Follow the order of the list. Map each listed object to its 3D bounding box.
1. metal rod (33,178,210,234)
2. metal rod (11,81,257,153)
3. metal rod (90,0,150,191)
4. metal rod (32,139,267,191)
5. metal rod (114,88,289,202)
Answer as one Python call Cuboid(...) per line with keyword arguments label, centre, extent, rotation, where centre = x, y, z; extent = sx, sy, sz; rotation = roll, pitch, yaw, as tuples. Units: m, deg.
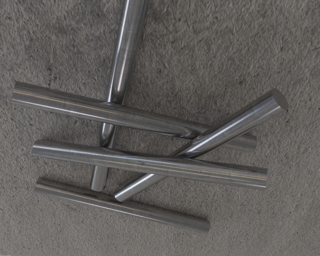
Cuboid(label="metal rod", centre=(-0.054, 0.134, 0.520), extent=(0.302, 0.025, 0.025), rotation=(18, 128, -15))
Cuboid(label="metal rod", centre=(-0.013, -0.008, 0.374), extent=(0.302, 0.025, 0.025), rotation=(12, 130, -21))
Cuboid(label="metal rod", centre=(-0.058, -0.022, 0.387), extent=(0.025, 0.025, 0.298), rotation=(11, 129, -10))
Cuboid(label="metal rod", centre=(-0.025, 0.043, 0.387), extent=(0.301, 0.025, 0.025), rotation=(6, 132, 17))
Cuboid(label="metal rod", centre=(0.027, 0.039, 0.400), extent=(0.025, 0.025, 0.299), rotation=(31, 136, -24))
